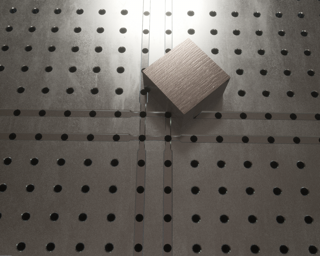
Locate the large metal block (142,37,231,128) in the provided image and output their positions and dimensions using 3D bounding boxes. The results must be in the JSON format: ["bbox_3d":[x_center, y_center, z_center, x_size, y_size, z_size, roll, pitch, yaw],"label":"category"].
[{"bbox_3d":[0.034,-0.061,0.421,0.080,0.050,0.080,-39,75,-13],"label":"large metal block"}]
